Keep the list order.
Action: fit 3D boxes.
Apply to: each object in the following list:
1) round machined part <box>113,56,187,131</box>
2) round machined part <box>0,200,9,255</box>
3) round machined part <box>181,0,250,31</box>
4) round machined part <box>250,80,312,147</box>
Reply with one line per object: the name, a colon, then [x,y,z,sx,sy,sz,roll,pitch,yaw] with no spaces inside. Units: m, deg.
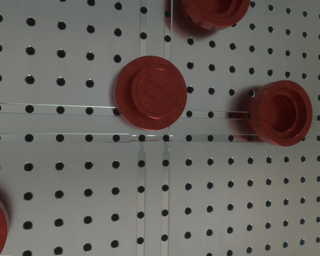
round machined part: [-0.009,-0.045,0.401,0.099,0.042,0.097,0,90,-20]
round machined part: [-0.213,0.107,0.325,0.099,0.042,0.097,0,90,-21]
round machined part: [0.073,-0.184,0.431,0.099,0.042,0.097,0,90,-21]
round machined part: [0.178,-0.022,0.471,0.099,0.042,0.097,0,90,-20]
